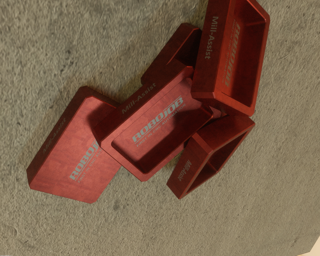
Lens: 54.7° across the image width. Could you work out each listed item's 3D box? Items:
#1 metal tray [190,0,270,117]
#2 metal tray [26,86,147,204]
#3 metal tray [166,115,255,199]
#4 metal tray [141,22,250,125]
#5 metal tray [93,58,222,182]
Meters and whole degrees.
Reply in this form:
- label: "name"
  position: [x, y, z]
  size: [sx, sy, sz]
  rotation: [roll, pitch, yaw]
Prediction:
- label: "metal tray"
  position: [0.084, -0.086, 0.356]
  size: [0.091, 0.030, 0.129]
  rotation: [17, 82, -46]
- label: "metal tray"
  position: [-0.086, 0.025, 0.373]
  size: [0.090, 0.030, 0.130]
  rotation: [28, 103, -38]
- label: "metal tray"
  position: [0.066, 0.038, 0.422]
  size: [0.091, 0.030, 0.129]
  rotation: [-27, 154, -32]
- label: "metal tray"
  position: [0.051, -0.059, 0.398]
  size: [0.131, 0.030, 0.090]
  rotation: [30, 101, -38]
- label: "metal tray"
  position: [0.000, -0.006, 0.364]
  size: [0.130, 0.030, 0.090]
  rotation: [-41, 130, 0]
